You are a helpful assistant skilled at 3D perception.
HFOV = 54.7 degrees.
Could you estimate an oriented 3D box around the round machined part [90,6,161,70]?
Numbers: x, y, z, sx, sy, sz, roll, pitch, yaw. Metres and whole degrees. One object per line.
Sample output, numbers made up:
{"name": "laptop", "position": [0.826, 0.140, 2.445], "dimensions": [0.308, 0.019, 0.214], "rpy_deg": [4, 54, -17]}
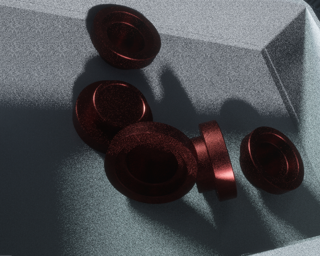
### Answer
{"name": "round machined part", "position": [-0.052, -0.123, 0.443], "dimensions": [0.099, 0.042, 0.098], "rpy_deg": [14, 56, -21]}

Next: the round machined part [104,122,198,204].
{"name": "round machined part", "position": [-0.008, 0.034, 0.340], "dimensions": [0.098, 0.097, 0.042], "rpy_deg": [28, 31, -11]}

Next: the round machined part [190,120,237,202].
{"name": "round machined part", "position": [0.059, 0.042, 0.380], "dimensions": [0.042, 0.098, 0.098], "rpy_deg": [-15, 65, 4]}

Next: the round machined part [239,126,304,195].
{"name": "round machined part", "position": [0.156, 0.050, 0.451], "dimensions": [0.099, 0.042, 0.098], "rpy_deg": [14, 56, -21]}

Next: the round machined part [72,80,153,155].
{"name": "round machined part", "position": [-0.053, -0.019, 0.379], "dimensions": [0.099, 0.042, 0.098], "rpy_deg": [14, 56, -21]}
